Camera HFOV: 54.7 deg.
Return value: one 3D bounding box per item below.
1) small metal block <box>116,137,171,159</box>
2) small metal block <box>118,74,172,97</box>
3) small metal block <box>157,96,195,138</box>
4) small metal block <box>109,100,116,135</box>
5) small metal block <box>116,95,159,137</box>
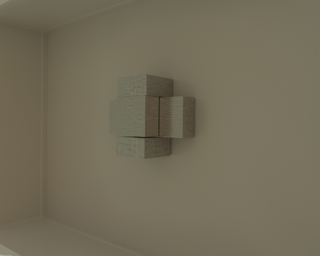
[{"bbox_3d":[-0.022,0.024,0.404,0.050,0.050,0.025,1,91,40],"label":"small metal block"},{"bbox_3d":[-0.019,-0.052,0.404,0.050,0.050,0.025,1,91,40],"label":"small metal block"},{"bbox_3d":[0.016,-0.013,0.392,0.050,0.025,0.050,1,91,39],"label":"small metal block"},{"bbox_3d":[-0.046,-0.015,0.442,0.050,0.025,0.050,1,91,40],"label":"small metal block"},{"bbox_3d":[-0.029,-0.015,0.395,0.050,0.025,0.050,1,91,39],"label":"small metal block"}]
